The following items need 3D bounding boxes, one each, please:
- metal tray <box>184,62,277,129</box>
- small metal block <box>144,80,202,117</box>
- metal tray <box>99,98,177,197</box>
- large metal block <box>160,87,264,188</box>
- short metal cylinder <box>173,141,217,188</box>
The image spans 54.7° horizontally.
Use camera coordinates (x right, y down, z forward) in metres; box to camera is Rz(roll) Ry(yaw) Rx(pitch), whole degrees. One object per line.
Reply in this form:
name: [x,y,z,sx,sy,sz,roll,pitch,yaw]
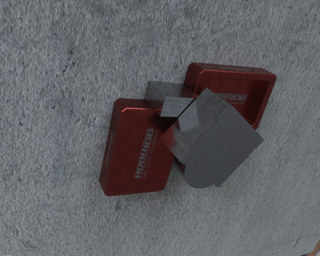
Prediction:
metal tray: [0.092,-0.040,0.431,0.131,0.030,0.089,-2,119,-28]
small metal block: [0.015,-0.036,0.378,0.050,0.050,0.025,1,118,-29]
metal tray: [-0.024,0.027,0.410,0.091,0.030,0.129,1,118,-29]
large metal block: [0.063,0.013,0.368,0.080,0.050,0.080,-48,129,6]
short metal cylinder: [0.059,0.040,0.449,0.081,0.050,0.079,-13,124,-20]
